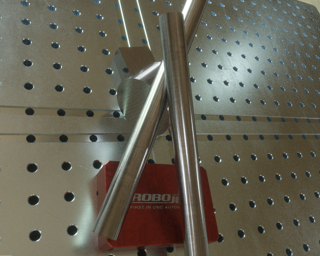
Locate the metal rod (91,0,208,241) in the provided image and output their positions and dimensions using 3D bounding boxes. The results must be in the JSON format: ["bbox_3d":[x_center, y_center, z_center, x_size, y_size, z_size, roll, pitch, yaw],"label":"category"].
[{"bbox_3d":[-0.001,-0.034,0.331,0.025,0.025,0.299,25,71,-13],"label":"metal rod"}]

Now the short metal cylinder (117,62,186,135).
[{"bbox_3d":[-0.008,-0.037,0.393,0.080,0.080,0.050,45,51,3],"label":"short metal cylinder"}]

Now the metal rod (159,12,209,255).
[{"bbox_3d":[0.027,0.035,0.316,0.025,0.025,0.298,-7,91,-32],"label":"metal rod"}]

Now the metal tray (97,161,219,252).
[{"bbox_3d":[-0.002,0.088,0.352,0.131,0.030,0.090,7,59,-25],"label":"metal tray"}]

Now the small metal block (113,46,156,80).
[{"bbox_3d":[-0.033,-0.089,0.446,0.050,0.025,0.050,-12,68,-33],"label":"small metal block"}]
